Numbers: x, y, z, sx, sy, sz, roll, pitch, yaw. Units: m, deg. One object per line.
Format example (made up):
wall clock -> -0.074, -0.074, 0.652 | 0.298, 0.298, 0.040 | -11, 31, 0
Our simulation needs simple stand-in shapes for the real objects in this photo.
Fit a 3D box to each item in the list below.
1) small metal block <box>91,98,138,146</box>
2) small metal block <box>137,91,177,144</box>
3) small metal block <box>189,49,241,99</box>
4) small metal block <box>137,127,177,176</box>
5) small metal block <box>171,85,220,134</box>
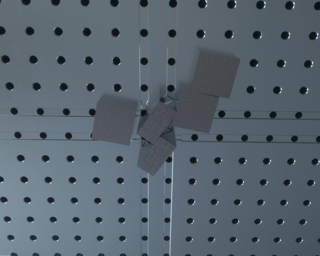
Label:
small metal block -> -0.060, -0.008, 0.410 | 0.050, 0.025, 0.050 | 12, 110, -5
small metal block -> -0.004, -0.014, 0.395 | 0.025, 0.050, 0.050 | 32, 107, -11
small metal block -> 0.067, -0.068, 0.389 | 0.050, 0.025, 0.050 | 11, 110, -4
small metal block -> -0.004, 0.027, 0.410 | 0.025, 0.050, 0.050 | 34, 107, -12
small metal block -> 0.044, -0.025, 0.405 | 0.050, 0.025, 0.050 | 12, 110, -5
